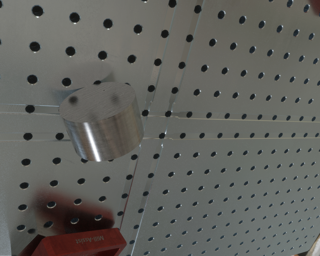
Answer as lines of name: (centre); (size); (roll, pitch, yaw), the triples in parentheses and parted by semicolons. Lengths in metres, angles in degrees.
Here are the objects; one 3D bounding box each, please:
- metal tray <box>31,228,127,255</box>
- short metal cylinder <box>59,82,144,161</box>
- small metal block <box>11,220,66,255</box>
metal tray: (-0.120, 0.188, 0.434); (0.131, 0.030, 0.090); (15, 115, -51)
short metal cylinder: (-0.061, -0.009, 0.338); (0.081, 0.080, 0.050); (-22, 127, -16)
small metal block: (-0.163, 0.160, 0.422); (0.050, 0.025, 0.050); (-46, 130, 3)
